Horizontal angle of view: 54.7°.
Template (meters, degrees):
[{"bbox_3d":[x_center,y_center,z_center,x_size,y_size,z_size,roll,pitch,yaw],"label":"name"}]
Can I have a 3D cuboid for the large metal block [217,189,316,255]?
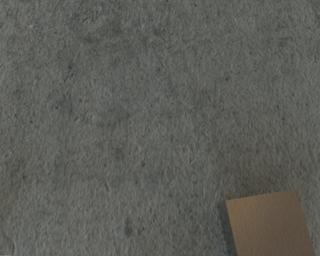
[{"bbox_3d":[0.118,0.119,0.353,0.081,0.050,0.080,-9,70,-4],"label":"large metal block"}]
